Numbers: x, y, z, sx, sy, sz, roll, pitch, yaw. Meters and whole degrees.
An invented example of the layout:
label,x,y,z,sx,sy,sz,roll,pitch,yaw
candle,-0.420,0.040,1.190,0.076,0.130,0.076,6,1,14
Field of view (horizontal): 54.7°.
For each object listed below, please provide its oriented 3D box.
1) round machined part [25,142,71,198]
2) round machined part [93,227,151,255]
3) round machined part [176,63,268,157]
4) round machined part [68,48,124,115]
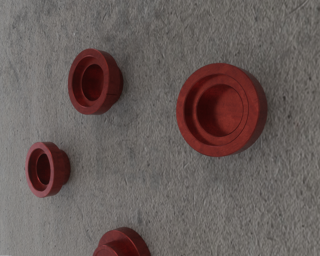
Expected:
label,x,y,z,sx,sy,sz,roll,pitch,yaw
round machined part,-0.198,0.073,0.558,0.098,0.042,0.097,0,90,40
round machined part,-0.060,0.197,0.444,0.098,0.042,0.097,0,90,40
round machined part,0.069,-0.019,0.337,0.098,0.042,0.097,0,90,40
round machined part,-0.094,-0.068,0.472,0.098,0.042,0.097,0,90,40
